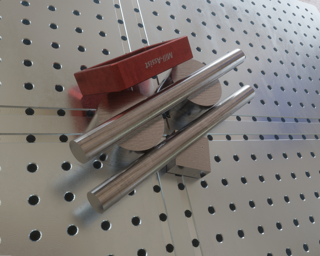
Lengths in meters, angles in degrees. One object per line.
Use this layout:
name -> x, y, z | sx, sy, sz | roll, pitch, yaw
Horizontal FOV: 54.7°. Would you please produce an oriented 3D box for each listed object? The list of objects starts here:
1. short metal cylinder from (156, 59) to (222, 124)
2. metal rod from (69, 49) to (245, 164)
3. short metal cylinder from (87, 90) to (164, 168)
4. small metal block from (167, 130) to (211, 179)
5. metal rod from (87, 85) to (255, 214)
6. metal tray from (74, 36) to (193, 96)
short metal cylinder -> 0.041, -0.053, 0.449 | 0.081, 0.050, 0.080 | 14, 56, -21
metal rod -> 0.021, -0.044, 0.382 | 0.302, 0.025, 0.025 | -34, 81, -38
short metal cylinder -> -0.042, 0.001, 0.370 | 0.081, 0.050, 0.080 | 14, 56, -21
small metal block -> 0.037, 0.035, 0.407 | 0.050, 0.025, 0.050 | 14, 56, -21
metal rod -> 0.038, 0.008, 0.391 | 0.302, 0.025, 0.025 | -33, 80, -38
metal tray -> -0.031, -0.081, 0.398 | 0.131, 0.090, 0.030 | -33, 112, -38
